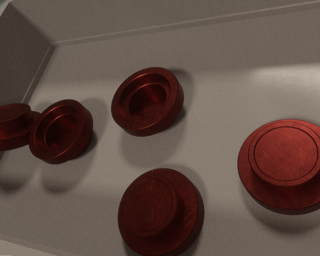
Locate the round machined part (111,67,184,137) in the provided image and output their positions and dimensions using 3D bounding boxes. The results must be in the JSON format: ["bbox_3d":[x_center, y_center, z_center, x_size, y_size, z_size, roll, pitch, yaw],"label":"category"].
[{"bbox_3d":[-0.013,-0.031,0.419,0.098,0.042,0.098,-13,56,20],"label":"round machined part"}]

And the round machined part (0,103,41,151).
[{"bbox_3d":[-0.235,-0.007,0.489,0.099,0.042,0.098,-4,28,2],"label":"round machined part"}]

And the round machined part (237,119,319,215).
[{"bbox_3d":[0.126,0.033,0.308,0.098,0.042,0.098,-13,56,20],"label":"round machined part"}]

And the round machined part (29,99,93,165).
[{"bbox_3d":[-0.141,0.009,0.460,0.098,0.042,0.098,-12,57,20],"label":"round machined part"}]

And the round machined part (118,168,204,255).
[{"bbox_3d":[-0.005,0.090,0.341,0.098,0.042,0.098,-13,56,20],"label":"round machined part"}]
